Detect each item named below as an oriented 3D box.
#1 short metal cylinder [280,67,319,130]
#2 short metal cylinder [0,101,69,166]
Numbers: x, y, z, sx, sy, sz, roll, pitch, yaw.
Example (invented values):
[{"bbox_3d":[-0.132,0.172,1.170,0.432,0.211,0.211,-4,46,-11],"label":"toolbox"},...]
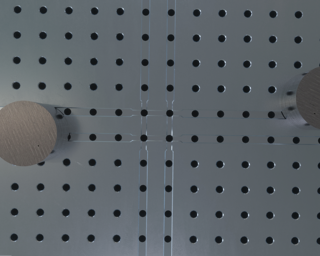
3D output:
[{"bbox_3d":[0.206,-0.037,0.402,0.081,0.050,0.079,0,90,0],"label":"short metal cylinder"},{"bbox_3d":[-0.165,0.006,0.399,0.081,0.050,0.079,0,90,0],"label":"short metal cylinder"}]
